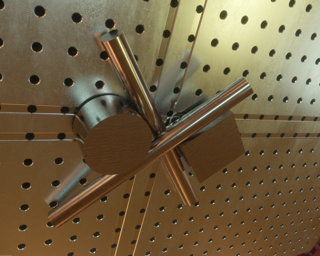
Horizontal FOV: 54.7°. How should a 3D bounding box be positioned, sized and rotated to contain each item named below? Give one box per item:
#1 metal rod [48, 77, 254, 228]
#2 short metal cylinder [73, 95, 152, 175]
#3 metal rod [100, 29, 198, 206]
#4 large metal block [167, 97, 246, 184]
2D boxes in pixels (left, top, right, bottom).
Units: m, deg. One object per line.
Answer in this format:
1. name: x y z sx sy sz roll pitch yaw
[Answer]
1. metal rod: -0.016 0.034 0.391 0.300 0.025 0.025 -35 130 6
2. short metal cylinder: -0.056 0.008 0.365 0.081 0.050 0.079 -14 124 -21
3. metal rod: 0.000 0.010 0.412 0.025 0.025 0.299 -32 129 -8
4. large metal block: 0.065 0.018 0.435 0.080 0.050 0.080 -33 129 -7
